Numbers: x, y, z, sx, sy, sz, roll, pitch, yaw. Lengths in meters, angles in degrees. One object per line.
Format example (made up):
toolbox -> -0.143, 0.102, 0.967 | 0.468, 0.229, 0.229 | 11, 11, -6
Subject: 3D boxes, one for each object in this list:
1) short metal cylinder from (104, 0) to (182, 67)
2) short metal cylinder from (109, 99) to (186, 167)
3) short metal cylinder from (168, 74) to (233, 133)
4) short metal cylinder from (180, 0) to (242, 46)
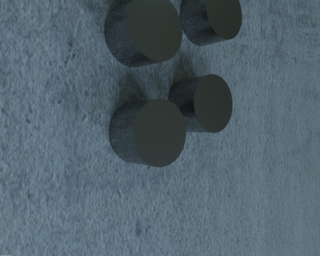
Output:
short metal cylinder -> -0.019, -0.116, 0.374 | 0.081, 0.050, 0.079 | 0, 90, -40
short metal cylinder -> -0.014, 0.006, 0.378 | 0.081, 0.050, 0.079 | 0, 90, -40
short metal cylinder -> 0.058, -0.033, 0.439 | 0.081, 0.050, 0.079 | 0, 90, -40
short metal cylinder -> 0.075, -0.165, 0.454 | 0.081, 0.050, 0.079 | 0, 90, -40
